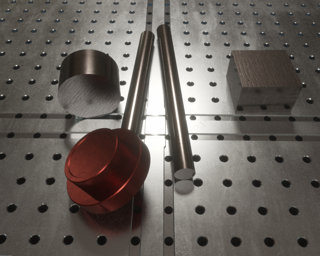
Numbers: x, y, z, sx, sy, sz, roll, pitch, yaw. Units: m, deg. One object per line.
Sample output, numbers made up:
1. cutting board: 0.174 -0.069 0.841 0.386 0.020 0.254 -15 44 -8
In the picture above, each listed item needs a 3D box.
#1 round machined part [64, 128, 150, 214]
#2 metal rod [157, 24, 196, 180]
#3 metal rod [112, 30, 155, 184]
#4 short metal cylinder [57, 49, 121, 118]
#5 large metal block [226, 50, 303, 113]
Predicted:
1. round machined part: -0.063 0.039 0.336 0.098 0.042 0.098 -20 44 21
2. metal rod: 0.018 -0.060 0.458 0.025 0.025 0.300 -3 50 -3
3. metal rod: -0.034 -0.045 0.444 0.025 0.025 0.300 4 50 3
4. short metal cylinder: -0.095 -0.059 0.420 0.081 0.080 0.050 -6 51 -5
5. large metal block: 0.147 -0.069 0.451 0.081 0.050 0.080 -1 50 -1
